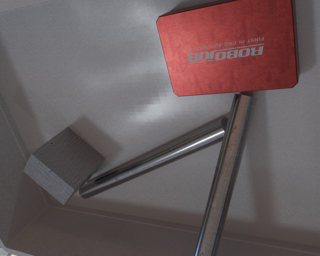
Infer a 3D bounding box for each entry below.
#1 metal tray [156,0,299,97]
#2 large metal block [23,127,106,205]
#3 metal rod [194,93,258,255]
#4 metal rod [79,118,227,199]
[{"bbox_3d":[0.069,-0.083,0.317,0.130,0.030,0.089,-1,118,28],"label":"metal tray"},{"bbox_3d":[-0.147,0.057,0.484,0.080,0.080,0.050,40,129,0],"label":"large metal block"},{"bbox_3d":[0.061,0.109,0.356,0.025,0.025,0.298,15,97,19],"label":"metal rod"},{"bbox_3d":[-0.026,0.056,0.454,0.299,0.025,0.025,-28,103,37],"label":"metal rod"}]
